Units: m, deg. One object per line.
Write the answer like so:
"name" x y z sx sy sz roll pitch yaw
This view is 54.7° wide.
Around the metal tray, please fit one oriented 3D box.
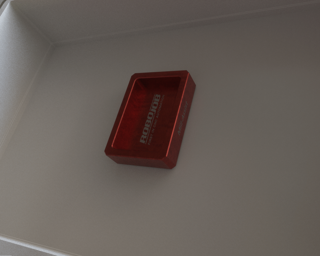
"metal tray" -0.011 -0.014 0.412 0.090 0.030 0.130 2 62 28
